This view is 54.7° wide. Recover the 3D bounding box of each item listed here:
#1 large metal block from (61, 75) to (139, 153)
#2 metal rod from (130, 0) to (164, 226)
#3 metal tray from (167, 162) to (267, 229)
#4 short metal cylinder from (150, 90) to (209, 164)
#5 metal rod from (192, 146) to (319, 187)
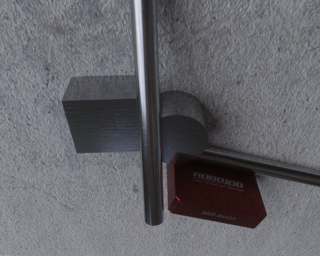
[{"bbox_3d":[-0.064,-0.016,0.376,0.081,0.050,0.079,-2,130,1],"label":"large metal block"},{"bbox_3d":[-0.012,-0.022,0.332,0.025,0.025,0.298,-2,113,1],"label":"metal rod"},{"bbox_3d":[0.077,0.085,0.438,0.131,0.090,0.030,14,129,-12],"label":"metal tray"},{"bbox_3d":[0.018,0.000,0.391,0.081,0.050,0.079,0,130,0],"label":"short metal cylinder"},{"bbox_3d":[0.188,0.066,0.466,0.302,0.025,0.025,13,129,-12],"label":"metal rod"}]
